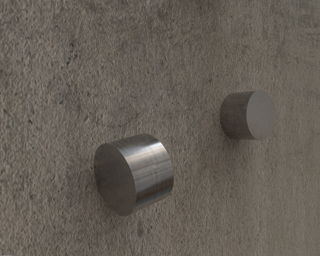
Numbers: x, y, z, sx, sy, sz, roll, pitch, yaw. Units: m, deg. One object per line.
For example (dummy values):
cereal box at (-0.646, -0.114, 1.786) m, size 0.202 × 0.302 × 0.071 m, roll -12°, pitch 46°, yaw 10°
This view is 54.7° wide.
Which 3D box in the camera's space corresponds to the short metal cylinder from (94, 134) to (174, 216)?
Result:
short metal cylinder at (-0.031, 0.050, 0.343) m, size 0.050 × 0.080 × 0.079 m, roll -15°, pitch 100°, yaw -39°

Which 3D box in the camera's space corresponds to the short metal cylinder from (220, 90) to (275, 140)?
short metal cylinder at (0.144, -0.020, 0.509) m, size 0.081 × 0.050 × 0.080 m, roll 0°, pitch 90°, yaw -40°
